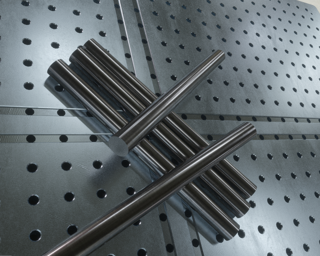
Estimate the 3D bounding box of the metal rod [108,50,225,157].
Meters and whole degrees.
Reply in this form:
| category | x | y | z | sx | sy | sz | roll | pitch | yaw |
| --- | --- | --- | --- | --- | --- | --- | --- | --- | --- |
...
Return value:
| category | x | y | z | sx | sy | sz | roll | pitch | yaw |
| --- | --- | --- | --- | --- | --- | --- | --- | --- | --- |
| metal rod | 0.030 | -0.053 | 0.432 | 0.025 | 0.025 | 0.302 | 44 | 43 | 1 |

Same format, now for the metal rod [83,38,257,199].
| category | x | y | z | sx | sy | sz | roll | pitch | yaw |
| --- | --- | --- | --- | --- | --- | --- | --- | --- | --- |
| metal rod | 0.012 | -0.012 | 0.424 | 0.300 | 0.025 | 0.025 | 42 | 51 | 0 |

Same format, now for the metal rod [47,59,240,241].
| category | x | y | z | sx | sy | sz | roll | pitch | yaw |
| --- | --- | --- | --- | --- | --- | --- | --- | --- | --- |
| metal rod | -0.021 | 0.026 | 0.382 | 0.300 | 0.025 | 0.025 | 43 | 51 | 1 |

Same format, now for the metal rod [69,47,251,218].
| category | x | y | z | sx | sy | sz | roll | pitch | yaw |
| --- | --- | --- | --- | --- | --- | --- | --- | --- | --- |
| metal rod | -0.001 | 0.005 | 0.405 | 0.300 | 0.025 | 0.025 | 43 | 51 | 1 |

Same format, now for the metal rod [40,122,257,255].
| category | x | y | z | sx | sy | sz | roll | pitch | yaw |
| --- | --- | --- | --- | --- | --- | --- | --- | --- | --- |
| metal rod | 0.005 | 0.067 | 0.345 | 0.302 | 0.025 | 0.025 | -29 | 78 | -29 |
